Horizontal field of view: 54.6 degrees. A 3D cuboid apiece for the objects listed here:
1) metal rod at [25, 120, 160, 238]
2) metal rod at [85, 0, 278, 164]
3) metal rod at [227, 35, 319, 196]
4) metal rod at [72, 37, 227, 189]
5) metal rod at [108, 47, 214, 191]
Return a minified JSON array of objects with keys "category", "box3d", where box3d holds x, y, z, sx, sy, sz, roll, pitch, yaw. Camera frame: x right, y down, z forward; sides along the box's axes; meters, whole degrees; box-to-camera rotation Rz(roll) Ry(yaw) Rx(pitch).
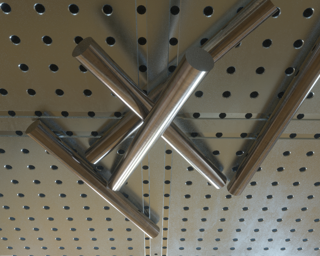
[{"category":"metal rod","box3d":[-0.089,0.095,0.491,0.025,0.025,0.300,-25,126,20]},{"category":"metal rod","box3d":[0.006,-0.042,0.375,0.025,0.025,0.299,36,121,-26]},{"category":"metal rod","box3d":[0.156,-0.012,0.402,0.025,0.025,0.298,11,129,-9]},{"category":"metal rod","box3d":[0.010,0.004,0.386,0.025,0.025,0.300,-27,134,21]},{"category":"metal rod","box3d":[-0.019,0.016,0.365,0.025,0.025,0.298,16,147,-13]}]
